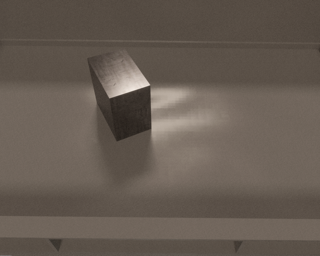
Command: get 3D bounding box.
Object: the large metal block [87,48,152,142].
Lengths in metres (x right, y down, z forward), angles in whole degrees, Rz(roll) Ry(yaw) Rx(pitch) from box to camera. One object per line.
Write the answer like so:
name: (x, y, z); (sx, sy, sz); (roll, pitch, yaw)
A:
large metal block: (-0.052, -0.043, 0.405); (0.050, 0.080, 0.080); (-21, 53, -17)
